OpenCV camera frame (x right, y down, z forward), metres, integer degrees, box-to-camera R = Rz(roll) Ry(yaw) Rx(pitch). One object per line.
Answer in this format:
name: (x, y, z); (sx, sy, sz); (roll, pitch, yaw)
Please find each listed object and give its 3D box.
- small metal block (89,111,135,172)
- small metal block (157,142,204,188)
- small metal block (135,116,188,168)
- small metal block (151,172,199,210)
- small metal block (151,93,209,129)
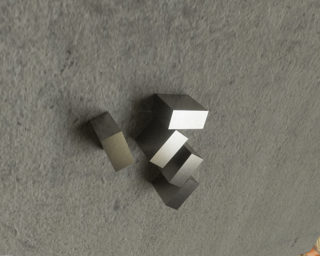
small metal block: (-0.057, 0.016, 0.370); (0.025, 0.050, 0.050); (-27, 128, -12)
small metal block: (0.025, 0.046, 0.435); (0.025, 0.050, 0.050); (29, 102, -38)
small metal block: (0.001, 0.015, 0.402); (0.025, 0.050, 0.050); (35, 99, -39)
small metal block: (0.022, 0.082, 0.455); (0.025, 0.050, 0.050); (34, 99, -39)
small metal block: (0.024, -0.022, 0.392); (0.050, 0.050, 0.025); (-1, 119, -29)
